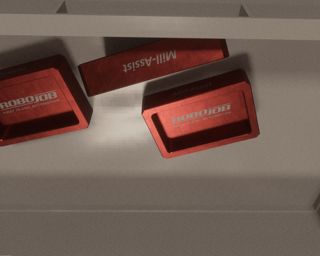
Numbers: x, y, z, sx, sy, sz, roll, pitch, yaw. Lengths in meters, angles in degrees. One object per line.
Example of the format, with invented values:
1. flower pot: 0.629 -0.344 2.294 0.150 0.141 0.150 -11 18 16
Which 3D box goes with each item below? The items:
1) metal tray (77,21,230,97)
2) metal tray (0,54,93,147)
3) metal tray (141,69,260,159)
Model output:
1. metal tray: -0.002 -0.067 0.306 0.130 0.090 0.030 -14 101 11
2. metal tray: -0.161 -0.029 0.378 0.131 0.030 0.090 -12 130 9
3. metal tray: 0.053 -0.014 0.394 0.130 0.030 0.090 -15 129 12
